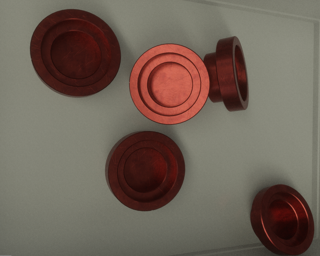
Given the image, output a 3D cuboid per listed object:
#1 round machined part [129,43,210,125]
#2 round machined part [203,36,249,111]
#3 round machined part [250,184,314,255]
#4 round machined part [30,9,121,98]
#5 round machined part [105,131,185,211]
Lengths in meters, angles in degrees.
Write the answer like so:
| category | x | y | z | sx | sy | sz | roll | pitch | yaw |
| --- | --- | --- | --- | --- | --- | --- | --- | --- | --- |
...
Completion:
| category | x | y | z | sx | sy | sz | roll | pitch | yaw |
| --- | --- | --- | --- | --- | --- | --- | --- | --- | --- |
| round machined part | 0.014 | -0.055 | 0.393 | 0.099 | 0.042 | 0.097 | 1 | 97 | 8 |
| round machined part | 0.088 | -0.070 | 0.417 | 0.098 | 0.042 | 0.097 | -7 | 90 | -65 |
| round machined part | 0.174 | 0.136 | 0.456 | 0.099 | 0.042 | 0.098 | 10 | 65 | -22 |
| round machined part | -0.099 | -0.084 | 0.365 | 0.099 | 0.042 | 0.097 | 0 | 90 | -21 |
| round machined part | -0.021 | 0.052 | 0.395 | 0.099 | 0.042 | 0.097 | 0 | 90 | -21 |
